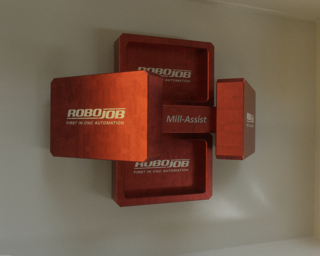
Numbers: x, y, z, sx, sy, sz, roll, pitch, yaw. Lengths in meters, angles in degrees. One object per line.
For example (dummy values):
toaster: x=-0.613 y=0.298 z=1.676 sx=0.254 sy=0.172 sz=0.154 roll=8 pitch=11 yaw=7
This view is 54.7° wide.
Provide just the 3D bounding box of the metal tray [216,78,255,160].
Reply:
metal tray: x=0.100 y=-0.009 z=0.397 sx=0.030 sy=0.130 sz=0.089 roll=1 pitch=90 yaw=22

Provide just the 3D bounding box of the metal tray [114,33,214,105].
metal tray: x=0.007 y=-0.070 z=0.408 sx=0.131 sy=0.030 sz=0.089 roll=0 pitch=91 yaw=-21

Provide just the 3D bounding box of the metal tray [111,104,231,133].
metal tray: x=0.013 y=-0.010 z=0.379 sx=0.131 sy=0.090 sz=0.030 roll=0 pitch=90 yaw=-21

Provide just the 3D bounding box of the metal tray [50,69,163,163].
metal tray: x=-0.062 y=-0.012 z=0.337 sx=0.030 sy=0.130 sz=0.089 roll=1 pitch=89 yaw=-62

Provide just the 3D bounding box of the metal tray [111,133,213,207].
metal tray: x=0.004 y=0.050 z=0.406 sx=0.131 sy=0.030 sz=0.089 roll=0 pitch=90 yaw=-21
